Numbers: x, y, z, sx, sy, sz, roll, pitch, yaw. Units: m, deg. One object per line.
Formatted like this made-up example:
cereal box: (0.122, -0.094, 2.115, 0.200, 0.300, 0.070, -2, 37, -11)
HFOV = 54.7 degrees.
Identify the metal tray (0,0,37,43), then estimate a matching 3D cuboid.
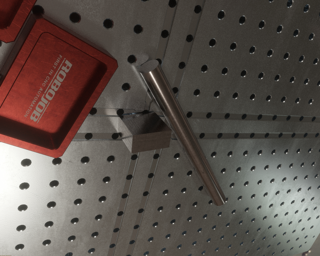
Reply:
metal tray: (-0.159, -0.137, 0.236, 0.131, 0.030, 0.090, 25, 104, -37)

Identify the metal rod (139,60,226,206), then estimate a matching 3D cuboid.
metal rod: (0.046, 0.028, 0.455, 0.025, 0.025, 0.299, -35, 129, -5)

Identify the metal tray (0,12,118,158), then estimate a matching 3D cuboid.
metal tray: (-0.116, -0.038, 0.321, 0.090, 0.030, 0.129, 26, 104, -38)

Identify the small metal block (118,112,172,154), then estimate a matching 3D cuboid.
small metal block: (-0.020, 0.004, 0.388, 0.050, 0.050, 0.025, -7, 122, -25)
